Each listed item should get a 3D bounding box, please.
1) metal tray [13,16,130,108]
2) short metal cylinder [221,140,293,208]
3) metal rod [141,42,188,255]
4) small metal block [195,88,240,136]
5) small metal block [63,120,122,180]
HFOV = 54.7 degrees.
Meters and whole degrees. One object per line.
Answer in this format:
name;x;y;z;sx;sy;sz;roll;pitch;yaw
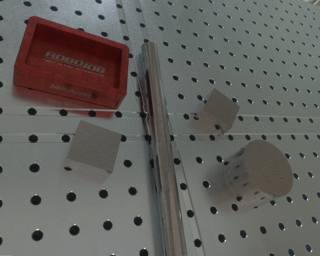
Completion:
metal tray;-0.108;-0.083;0.397;0.131;0.030;0.090;13;56;-21
short metal cylinder;0.132;0.063;0.425;0.081;0.050;0.080;14;56;-21
metal rod;0.000;0.008;0.403;0.025;0.025;0.299;7;59;-25
small metal block;0.088;-0.025;0.470;0.050;0.025;0.050;36;51;-4
small metal block;-0.076;0.025;0.352;0.050;0.025;0.050;21;54;-16
